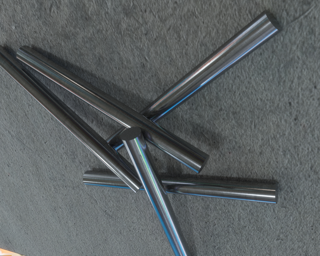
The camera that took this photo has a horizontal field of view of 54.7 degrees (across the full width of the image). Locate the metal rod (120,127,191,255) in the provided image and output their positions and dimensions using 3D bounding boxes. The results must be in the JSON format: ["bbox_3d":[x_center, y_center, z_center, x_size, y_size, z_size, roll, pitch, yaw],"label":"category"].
[{"bbox_3d":[0.007,0.121,0.442,0.025,0.025,0.299,2,131,27],"label":"metal rod"}]

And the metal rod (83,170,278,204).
[{"bbox_3d":[0.011,0.082,0.451,0.300,0.025,0.025,-1,118,28],"label":"metal rod"}]

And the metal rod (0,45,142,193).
[{"bbox_3d":[-0.137,-0.018,0.445,0.300,0.025,0.025,41,129,8],"label":"metal rod"}]

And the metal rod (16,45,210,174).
[{"bbox_3d":[-0.072,-0.032,0.400,0.300,0.025,0.025,31,129,17],"label":"metal rod"}]

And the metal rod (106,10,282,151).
[{"bbox_3d":[0.010,-0.032,0.381,0.025,0.025,0.299,49,129,-7],"label":"metal rod"}]
